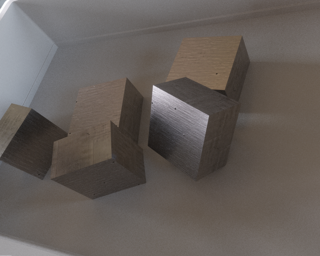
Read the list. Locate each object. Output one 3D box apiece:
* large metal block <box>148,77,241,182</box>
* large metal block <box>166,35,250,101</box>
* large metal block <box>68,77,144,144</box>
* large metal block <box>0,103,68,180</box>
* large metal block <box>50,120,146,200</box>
[{"bbox_3d":[0.034,-0.002,0.345,0.050,0.079,0.080,-20,40,-37],"label":"large metal block"},{"bbox_3d":[0.062,-0.070,0.400,0.080,0.050,0.080,8,65,31],"label":"large metal block"},{"bbox_3d":[-0.075,-0.018,0.440,0.080,0.050,0.080,-9,58,23],"label":"large metal block"},{"bbox_3d":[-0.198,0.021,0.462,0.050,0.080,0.080,13,68,33],"label":"large metal block"},{"bbox_3d":[-0.073,0.043,0.383,0.080,0.080,0.050,-20,54,16],"label":"large metal block"}]
